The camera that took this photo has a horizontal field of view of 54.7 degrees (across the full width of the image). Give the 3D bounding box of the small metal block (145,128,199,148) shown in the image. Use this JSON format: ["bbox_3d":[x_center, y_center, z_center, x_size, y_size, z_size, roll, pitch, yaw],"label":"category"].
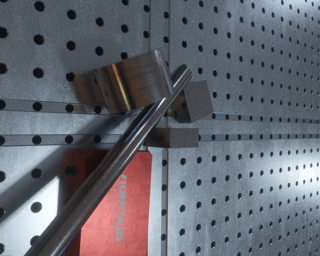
[{"bbox_3d":[0.015,0.012,0.408,0.050,0.050,0.025,1,90,-40],"label":"small metal block"}]

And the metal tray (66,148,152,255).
[{"bbox_3d":[-0.056,0.090,0.361,0.091,0.030,0.129,5,87,-40],"label":"metal tray"}]

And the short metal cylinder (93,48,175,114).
[{"bbox_3d":[-0.029,-0.054,0.351,0.081,0.080,0.050,-29,109,-36],"label":"short metal cylinder"}]

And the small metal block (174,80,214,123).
[{"bbox_3d":[0.048,-0.039,0.452,0.050,0.025,0.050,-25,106,-37],"label":"small metal block"}]

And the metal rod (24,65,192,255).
[{"bbox_3d":[-0.037,0.021,0.340,0.025,0.025,0.301,56,48,-25],"label":"metal rod"}]
